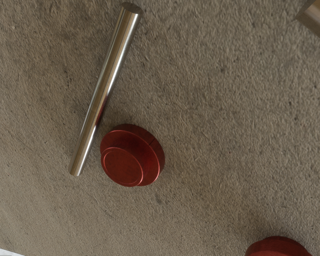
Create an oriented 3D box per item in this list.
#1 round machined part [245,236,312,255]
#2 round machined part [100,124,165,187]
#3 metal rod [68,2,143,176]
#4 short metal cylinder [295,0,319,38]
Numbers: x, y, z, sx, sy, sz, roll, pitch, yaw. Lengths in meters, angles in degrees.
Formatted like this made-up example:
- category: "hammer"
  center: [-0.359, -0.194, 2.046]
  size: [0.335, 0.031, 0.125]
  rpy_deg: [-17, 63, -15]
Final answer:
- category: "round machined part"
  center: [0.167, 0.188, 0.424]
  size: [0.098, 0.042, 0.097]
  rpy_deg: [13, 124, 21]
- category: "round machined part"
  center: [-0.046, 0.046, 0.449]
  size: [0.098, 0.042, 0.097]
  rpy_deg: [13, 124, 21]
- category: "metal rod"
  center: [-0.087, -0.030, 0.433]
  size: [0.025, 0.025, 0.298]
  rpy_deg: [34, 129, 6]
- category: "short metal cylinder"
  center: [0.150, -0.100, 0.230]
  size: [0.050, 0.080, 0.080]
  rpy_deg: [40, 129, 1]
